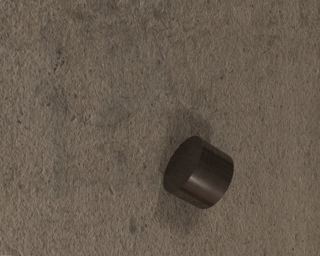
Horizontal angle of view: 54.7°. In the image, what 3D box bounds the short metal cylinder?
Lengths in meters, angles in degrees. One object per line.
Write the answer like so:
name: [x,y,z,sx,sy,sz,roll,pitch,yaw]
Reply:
short metal cylinder: [0.048,0.057,0.399,0.050,0.080,0.080,32,80,-18]
